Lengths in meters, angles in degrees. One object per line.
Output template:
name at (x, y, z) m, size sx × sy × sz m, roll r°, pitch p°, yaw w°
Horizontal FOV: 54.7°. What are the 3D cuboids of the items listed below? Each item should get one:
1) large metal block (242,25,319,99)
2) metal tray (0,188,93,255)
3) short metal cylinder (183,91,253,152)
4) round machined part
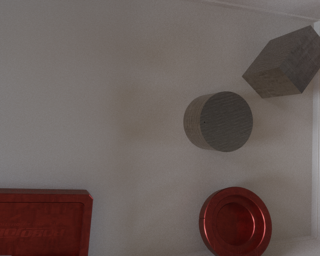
large metal block at (0.181, -0.092, 0.450) m, size 0.050 × 0.080 × 0.080 m, roll 43°, pitch 76°, yaw -15°
metal tray at (-0.148, 0.117, 0.353) m, size 0.131 × 0.030 × 0.089 m, roll 5°, pitch 88°, yaw -20°
short metal cylinder at (0.079, -0.008, 0.428) m, size 0.081 × 0.050 × 0.079 m, roll 0°, pitch 90°, yaw -21°
round machined part at (0.100, 0.133, 0.430) m, size 0.099 × 0.042 × 0.098 m, roll 4°, pitch 72°, yaw -13°
